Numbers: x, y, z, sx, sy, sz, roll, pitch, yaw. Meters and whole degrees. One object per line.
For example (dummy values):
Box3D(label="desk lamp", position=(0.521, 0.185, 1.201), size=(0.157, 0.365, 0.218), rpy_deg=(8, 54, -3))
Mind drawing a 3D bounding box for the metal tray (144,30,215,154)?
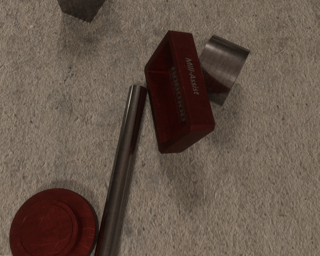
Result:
Box3D(label="metal tray", position=(0.019, -0.042, 0.386), size=(0.030, 0.090, 0.129), rpy_deg=(-1, 68, -26))

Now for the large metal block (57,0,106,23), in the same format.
Box3D(label="large metal block", position=(-0.114, -0.220, 0.458), size=(0.050, 0.080, 0.080), rpy_deg=(24, 72, 8))

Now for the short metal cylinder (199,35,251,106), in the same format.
Box3D(label="short metal cylinder", position=(0.077, -0.075, 0.407), size=(0.050, 0.080, 0.080), rpy_deg=(27, 72, 9))

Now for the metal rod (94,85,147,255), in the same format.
Box3D(label="metal rod", position=(-0.052, 0.085, 0.376), size=(0.025, 0.025, 0.299), rpy_deg=(8, 70, 3))

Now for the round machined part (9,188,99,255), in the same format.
Box3D(label="round machined part", position=(-0.123, 0.118, 0.355), size=(0.099, 0.042, 0.098), rpy_deg=(0, 70, -1))
